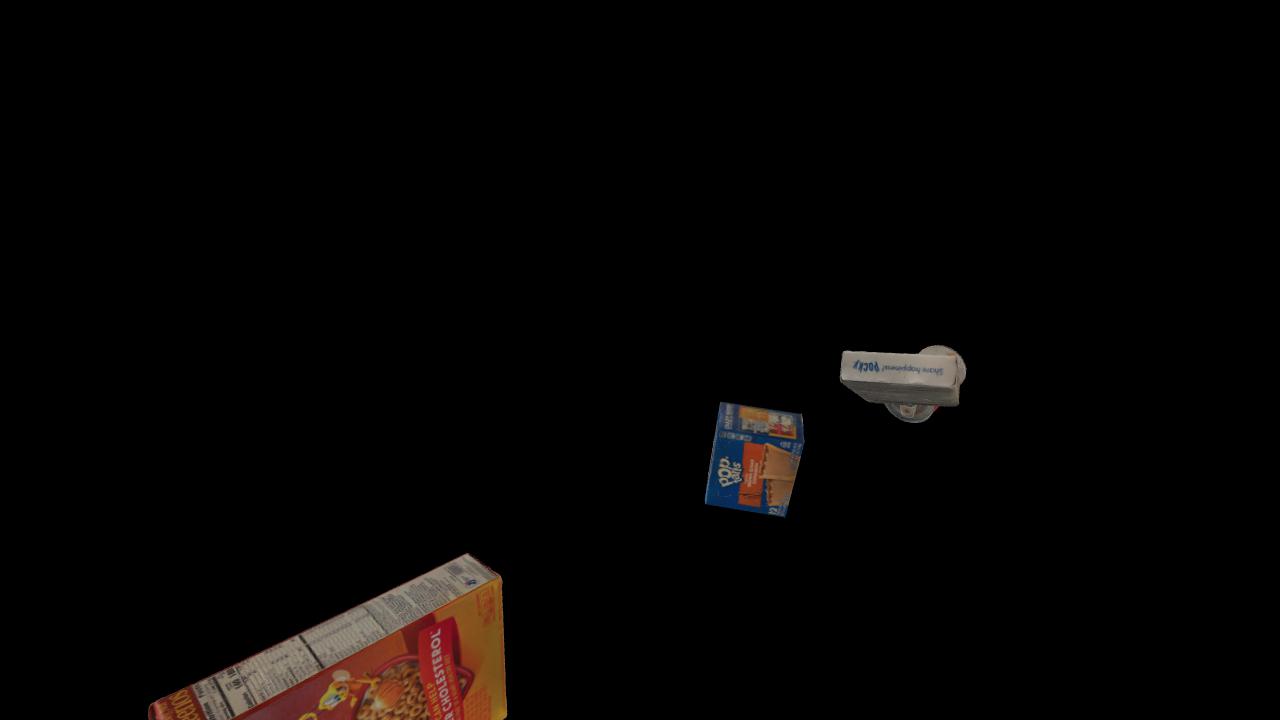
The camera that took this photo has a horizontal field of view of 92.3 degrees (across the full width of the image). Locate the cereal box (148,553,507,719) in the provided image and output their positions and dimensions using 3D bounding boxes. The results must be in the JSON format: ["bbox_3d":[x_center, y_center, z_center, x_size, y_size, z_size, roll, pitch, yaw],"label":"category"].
[{"bbox_3d":[-0.279,0.353,0.614,0.081,0.203,0.306,17,23,39],"label":"cereal box"}]

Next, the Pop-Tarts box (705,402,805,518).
[{"bbox_3d":[0.192,0.170,1.047,0.141,0.167,0.083,9,31,6],"label":"Pop-Tarts box"}]

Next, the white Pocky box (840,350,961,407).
[{"bbox_3d":[0.228,0.019,0.529,0.084,0.028,0.154,3,-8,29],"label":"white Pocky box"}]

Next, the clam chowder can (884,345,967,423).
[{"bbox_3d":[0.372,0.029,0.802,0.102,0.068,0.068,-29,17,-34],"label":"clam chowder can"}]
